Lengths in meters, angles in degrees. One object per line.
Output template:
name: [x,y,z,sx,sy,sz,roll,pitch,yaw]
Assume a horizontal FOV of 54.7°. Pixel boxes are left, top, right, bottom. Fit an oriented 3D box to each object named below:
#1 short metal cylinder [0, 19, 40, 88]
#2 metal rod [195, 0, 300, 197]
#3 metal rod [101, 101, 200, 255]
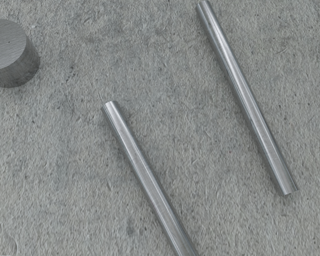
short metal cylinder: [-0.216,-0.102,0.431,0.081,0.050,0.080,0,70,0]
metal rod: [0.112,-0.053,0.428,0.025,0.025,0.299,-17,71,-6]
metal rod: [0.002,0.095,0.373,0.025,0.025,0.299,-27,72,-9]
